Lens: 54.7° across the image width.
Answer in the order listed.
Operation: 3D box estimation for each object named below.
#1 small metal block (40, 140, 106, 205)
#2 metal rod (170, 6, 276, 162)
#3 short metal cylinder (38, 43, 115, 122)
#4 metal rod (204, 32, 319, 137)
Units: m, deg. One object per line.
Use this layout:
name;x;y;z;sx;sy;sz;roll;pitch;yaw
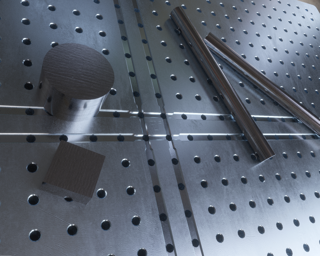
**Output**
small metal block;-0.092;0.047;0.330;0.050;0.025;0.050;23;53;-15
metal rod;0.097;-0.081;0.511;0.025;0.025;0.299;-17;71;-35
short metal cylinder;-0.101;-0.054;0.371;0.081;0.050;0.080;14;56;-21
metal rod;0.201;-0.071;0.562;0.301;0.025;0.025;37;51;-4
